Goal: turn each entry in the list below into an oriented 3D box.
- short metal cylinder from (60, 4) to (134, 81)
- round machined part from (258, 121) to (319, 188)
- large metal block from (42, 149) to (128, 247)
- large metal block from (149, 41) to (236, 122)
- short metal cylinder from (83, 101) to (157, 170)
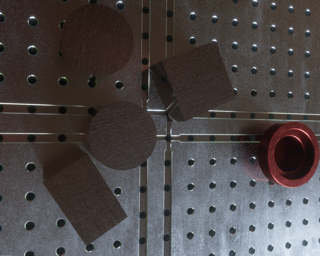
[{"bbox_3d":[-0.077,-0.099,0.371,0.081,0.050,0.080,0,90,-20],"label":"short metal cylinder"},{"bbox_3d":[0.190,0.039,0.474,0.099,0.042,0.097,0,90,-20],"label":"round machined part"},{"bbox_3d":[-0.088,0.073,0.351,0.050,0.080,0.080,-33,101,-17],"label":"large metal block"},{"bbox_3d":[0.043,-0.061,0.415,0.081,0.050,0.080,-24,98,-18],"label":"large metal block"},{"bbox_3d":[-0.050,0.009,0.381,0.081,0.050,0.080,0,90,-20],"label":"short metal cylinder"}]
